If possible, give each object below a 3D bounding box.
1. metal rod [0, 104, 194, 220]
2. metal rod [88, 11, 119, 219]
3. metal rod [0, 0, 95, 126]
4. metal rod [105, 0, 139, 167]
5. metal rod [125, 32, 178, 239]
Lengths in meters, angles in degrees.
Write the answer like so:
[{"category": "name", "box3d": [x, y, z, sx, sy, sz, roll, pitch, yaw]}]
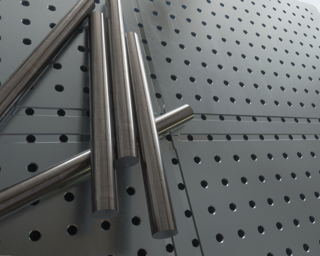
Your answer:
[{"category": "metal rod", "box3d": [-0.068, 0.031, 0.352, 0.302, 0.025, 0.025, -27, 77, -37]}, {"category": "metal rod", "box3d": [-0.072, -0.041, 0.373, 0.025, 0.025, 0.299, 8, 51, -24]}, {"category": "metal rod", "box3d": [-0.151, -0.076, 0.373, 0.025, 0.025, 0.300, 29, 52, -11]}, {"category": "metal rod", "box3d": [-0.055, -0.087, 0.413, 0.025, 0.025, 0.299, 8, 52, -24]}, {"category": "metal rod", "box3d": [-0.020, -0.018, 0.379, 0.025, 0.025, 0.299, 8, 49, -25]}]
